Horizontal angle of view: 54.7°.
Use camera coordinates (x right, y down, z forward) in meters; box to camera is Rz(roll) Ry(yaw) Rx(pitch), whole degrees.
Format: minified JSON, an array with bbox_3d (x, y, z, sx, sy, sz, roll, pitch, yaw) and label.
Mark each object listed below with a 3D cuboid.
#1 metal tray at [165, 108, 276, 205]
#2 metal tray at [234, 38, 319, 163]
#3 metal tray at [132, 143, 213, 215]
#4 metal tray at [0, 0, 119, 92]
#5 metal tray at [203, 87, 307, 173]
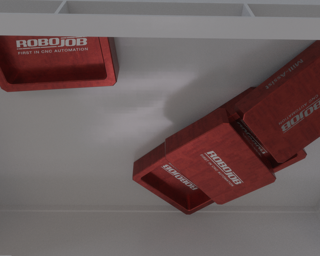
[{"bbox_3d":[0.079,0.043,0.402,0.090,0.030,0.130,-31,124,24],"label":"metal tray"},{"bbox_3d":[0.164,-0.030,0.356,0.130,0.030,0.090,-39,116,11],"label":"metal tray"},{"bbox_3d":[0.034,0.076,0.470,0.090,0.030,0.130,-36,122,26],"label":"metal tray"},{"bbox_3d":[-0.116,-0.087,0.330,0.131,0.030,0.089,-3,130,2],"label":"metal tray"},{"bbox_3d":[0.125,0.015,0.419,0.090,0.030,0.130,-34,123,25],"label":"metal tray"}]
